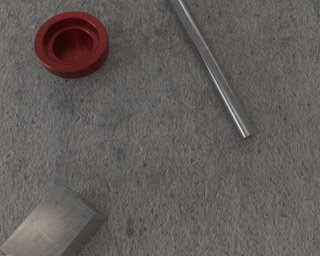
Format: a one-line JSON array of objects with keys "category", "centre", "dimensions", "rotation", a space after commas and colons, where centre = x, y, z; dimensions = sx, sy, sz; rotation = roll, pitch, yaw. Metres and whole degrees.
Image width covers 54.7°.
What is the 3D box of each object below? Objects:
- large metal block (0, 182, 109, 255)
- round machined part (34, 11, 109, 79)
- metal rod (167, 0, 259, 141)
[{"category": "large metal block", "centre": [-0.108, 0.112, 0.337], "dimensions": [0.050, 0.080, 0.080], "rotation": [36, 74, 12]}, {"category": "round machined part", "centre": [-0.121, -0.112, 0.439], "dimensions": [0.099, 0.042, 0.098], "rotation": [0, 70, 0]}, {"category": "metal rod", "centre": [0.060, -0.119, 0.451], "dimensions": [0.025, 0.025, 0.299], "rotation": [-21, 71, -8]}]
